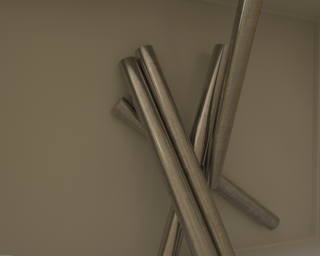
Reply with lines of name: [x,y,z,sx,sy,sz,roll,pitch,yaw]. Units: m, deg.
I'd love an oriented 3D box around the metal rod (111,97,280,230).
metal rod: [0.060,0.058,0.434,0.301,0.025,0.025,38,78,-17]

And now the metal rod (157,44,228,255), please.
metal rod: [0.046,0.030,0.401,0.025,0.025,0.299,20,78,-19]

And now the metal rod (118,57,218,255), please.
metal rod: [0.012,0.048,0.353,0.025,0.025,0.299,-16,72,-20]

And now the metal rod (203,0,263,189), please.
metal rod: [0.088,-0.065,0.364,0.025,0.025,0.298,1,110,-20]

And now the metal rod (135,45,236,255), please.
metal rod: [0.031,0.035,0.374,0.025,0.025,0.299,-16,77,-20]
